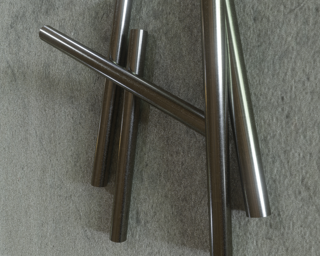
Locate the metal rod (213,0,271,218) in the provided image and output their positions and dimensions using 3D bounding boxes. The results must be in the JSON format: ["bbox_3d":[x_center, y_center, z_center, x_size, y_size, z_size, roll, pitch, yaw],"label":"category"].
[{"bbox_3d":[0.081,-0.057,0.336,0.025,0.025,0.298,-13,82,39],"label":"metal rod"}]

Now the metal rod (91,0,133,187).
[{"bbox_3d":[-0.071,-0.058,0.461,0.025,0.025,0.298,15,99,38],"label":"metal rod"}]

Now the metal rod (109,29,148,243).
[{"bbox_3d":[-0.045,0.014,0.439,0.025,0.025,0.298,10,97,39],"label":"metal rod"}]

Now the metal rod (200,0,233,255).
[{"bbox_3d":[0.061,-0.001,0.331,0.025,0.025,0.298,2,98,39],"label":"metal rod"}]

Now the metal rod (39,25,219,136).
[{"bbox_3d":[-0.056,-0.072,0.413,0.300,0.025,0.025,32,110,23],"label":"metal rod"}]
